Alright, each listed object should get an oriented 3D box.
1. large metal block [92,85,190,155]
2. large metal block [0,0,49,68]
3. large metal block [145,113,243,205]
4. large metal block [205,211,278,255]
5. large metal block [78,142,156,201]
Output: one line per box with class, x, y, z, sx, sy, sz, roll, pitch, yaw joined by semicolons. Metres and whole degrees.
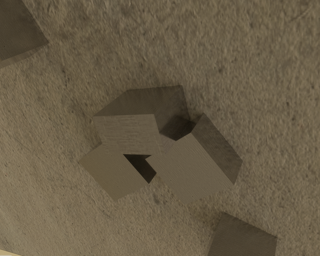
large metal block;-0.019;-0.011;0.373;0.080;0.080;0.050;-1;118;28
large metal block;-0.208;-0.126;0.401;0.050;0.080;0.080;-19;109;35
large metal block;0.043;0.041;0.392;0.080;0.050;0.080;-33;100;38
large metal block;0.106;0.175;0.423;0.080;0.080;0.050;24;127;13
large metal block;-0.056;0.049;0.449;0.080;0.050;0.080;-33;100;38
